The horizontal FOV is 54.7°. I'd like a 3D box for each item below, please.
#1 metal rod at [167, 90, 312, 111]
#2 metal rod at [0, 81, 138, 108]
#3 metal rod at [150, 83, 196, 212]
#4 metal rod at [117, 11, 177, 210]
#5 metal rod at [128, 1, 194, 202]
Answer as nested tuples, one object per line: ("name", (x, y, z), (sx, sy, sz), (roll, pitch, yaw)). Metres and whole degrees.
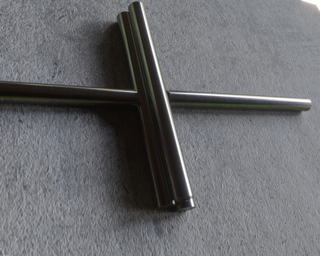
("metal rod", (0.142, -0.043, 0.510), (0.303, 0.025, 0.025), (-1, 62, -29))
("metal rod", (-0.167, -0.039, 0.339), (0.303, 0.025, 0.025), (0, 62, -28))
("metal rod", (-0.001, -0.035, 0.429), (0.025, 0.025, 0.299), (1, 61, -28))
("metal rod", (-0.024, -0.041, 0.419), (0.025, 0.025, 0.299), (1, 61, -28))
("metal rod", (-0.005, -0.052, 0.410), (0.025, 0.025, 0.299), (1, 61, -28))
